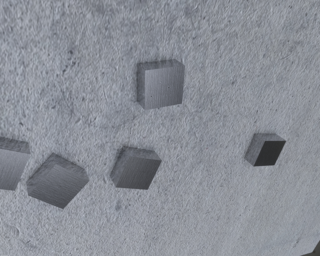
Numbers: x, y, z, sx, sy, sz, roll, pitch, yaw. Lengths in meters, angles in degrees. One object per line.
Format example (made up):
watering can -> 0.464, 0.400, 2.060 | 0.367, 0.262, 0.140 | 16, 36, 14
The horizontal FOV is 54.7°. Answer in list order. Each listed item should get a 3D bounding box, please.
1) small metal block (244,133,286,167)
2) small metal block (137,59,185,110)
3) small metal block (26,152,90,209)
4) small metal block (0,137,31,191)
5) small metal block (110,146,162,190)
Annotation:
small metal block -> 0.179, 0.037, 0.527 | 0.050, 0.025, 0.050 | 1, 118, -29
small metal block -> 0.000, -0.053, 0.374 | 0.050, 0.025, 0.050 | -12, 124, -22
small metal block -> -0.125, 0.065, 0.379 | 0.050, 0.025, 0.050 | -47, 129, 5
small metal block -> -0.175, 0.037, 0.334 | 0.050, 0.025, 0.050 | 17, 109, -35
small metal block -> -0.033, 0.055, 0.423 | 0.050, 0.025, 0.050 | 12, 112, -34
